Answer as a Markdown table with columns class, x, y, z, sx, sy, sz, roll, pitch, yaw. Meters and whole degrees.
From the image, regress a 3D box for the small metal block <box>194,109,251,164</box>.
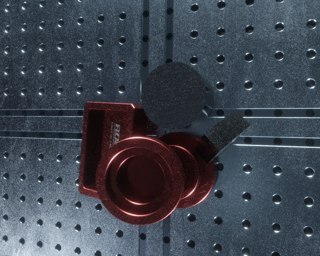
| class | x | y | z | sx | sy | sz | roll | pitch | yaw |
| --- | --- | --- | --- | --- | --- | --- | --- | --- | --- |
| small metal block | 0.072 | 0.011 | 0.363 | 0.050 | 0.050 | 0.025 | -37 | 76 | -20 |

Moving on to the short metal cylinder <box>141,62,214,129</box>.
| class | x | y | z | sx | sy | sz | roll | pitch | yaw |
| --- | --- | --- | --- | --- | --- | --- | --- | --- | --- |
| short metal cylinder | 0.023 | -0.038 | 0.390 | 0.080 | 0.050 | 0.079 | 0 | 90 | 19 |

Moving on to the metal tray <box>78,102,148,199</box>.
| class | x | y | z | sx | sy | sz | roll | pitch | yaw |
| --- | --- | --- | --- | --- | --- | --- | --- | --- | --- |
| metal tray | -0.065 | 0.031 | 0.420 | 0.090 | 0.030 | 0.129 | 6 | 92 | 34 |

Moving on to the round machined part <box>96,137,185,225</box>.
| class | x | y | z | sx | sy | sz | roll | pitch | yaw |
| --- | --- | --- | --- | --- | --- | --- | --- | --- | --- |
| round machined part | -0.020 | 0.058 | 0.359 | 0.098 | 0.042 | 0.097 | 0 | 92 | 9 |

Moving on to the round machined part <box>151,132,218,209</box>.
| class | x | y | z | sx | sy | sz | roll | pitch | yaw |
| --- | --- | --- | --- | --- | --- | --- | --- | --- | --- |
| round machined part | 0.021 | 0.054 | 0.394 | 0.098 | 0.042 | 0.097 | 0 | 90 | 19 |
